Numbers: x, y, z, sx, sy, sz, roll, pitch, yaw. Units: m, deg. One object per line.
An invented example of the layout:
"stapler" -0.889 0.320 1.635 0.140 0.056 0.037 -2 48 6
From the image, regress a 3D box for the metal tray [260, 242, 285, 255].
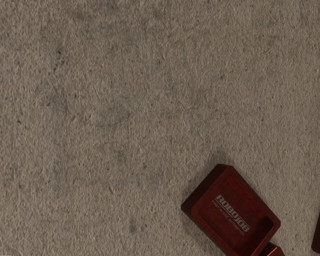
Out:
"metal tray" 0.167 0.251 0.470 0.090 0.030 0.130 -33 101 -17

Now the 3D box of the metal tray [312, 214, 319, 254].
"metal tray" 0.328 0.182 0.530 0.131 0.030 0.090 19 84 -20

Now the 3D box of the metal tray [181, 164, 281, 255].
"metal tray" 0.105 0.127 0.446 0.090 0.030 0.130 -46 105 -14
